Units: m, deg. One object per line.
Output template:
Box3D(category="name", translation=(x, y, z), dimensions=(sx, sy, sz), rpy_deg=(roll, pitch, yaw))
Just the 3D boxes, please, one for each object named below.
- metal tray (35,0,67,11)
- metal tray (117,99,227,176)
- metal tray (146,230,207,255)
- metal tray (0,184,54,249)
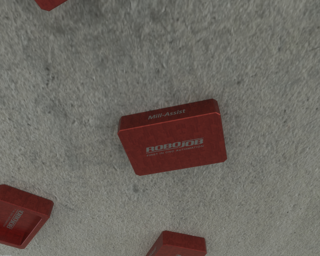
Box3D(category="metal tray", translation=(-0.072, -0.170, 0.258), dimensions=(0.130, 0.030, 0.090), rpy_deg=(-22, 127, 17))
Box3D(category="metal tray", translation=(0.019, 0.016, 0.418), dimensions=(0.131, 0.030, 0.090), rpy_deg=(-11, 130, 8))
Box3D(category="metal tray", translation=(0.026, 0.261, 0.627), dimensions=(0.091, 0.030, 0.129), rpy_deg=(16, 128, -14))
Box3D(category="metal tray", translation=(-0.252, 0.157, 0.533), dimensions=(0.090, 0.030, 0.129), rpy_deg=(27, 125, -22))
